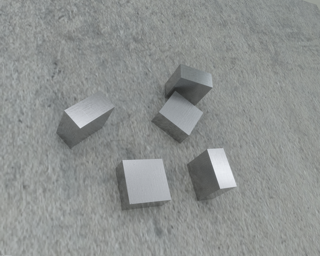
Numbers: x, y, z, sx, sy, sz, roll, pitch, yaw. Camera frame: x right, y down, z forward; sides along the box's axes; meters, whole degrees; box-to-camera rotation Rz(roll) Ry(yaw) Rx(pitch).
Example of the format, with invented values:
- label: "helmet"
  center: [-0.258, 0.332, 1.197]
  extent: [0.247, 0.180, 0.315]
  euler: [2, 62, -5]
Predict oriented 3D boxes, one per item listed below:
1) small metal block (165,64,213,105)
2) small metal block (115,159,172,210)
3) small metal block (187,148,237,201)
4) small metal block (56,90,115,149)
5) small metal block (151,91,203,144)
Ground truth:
- label: "small metal block"
  center: [0.040, -0.061, 0.449]
  extent: [0.050, 0.050, 0.025]
  euler: [14, 56, -21]
- label: "small metal block"
  center: [-0.020, 0.064, 0.355]
  extent: [0.050, 0.025, 0.050]
  euler: [1, 61, -28]
- label: "small metal block"
  center: [0.063, 0.059, 0.388]
  extent: [0.025, 0.050, 0.050]
  euler: [-1, 62, -29]
- label: "small metal block"
  center: [-0.084, -0.009, 0.349]
  extent: [0.025, 0.050, 0.050]
  euler: [48, 51, 5]
- label: "small metal block"
  center: [0.024, -0.015, 0.428]
  extent: [0.050, 0.025, 0.050]
  euler: [38, 51, -3]
